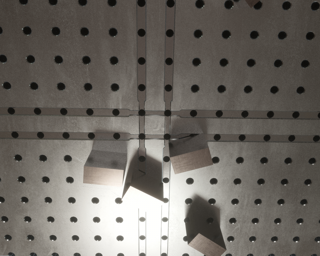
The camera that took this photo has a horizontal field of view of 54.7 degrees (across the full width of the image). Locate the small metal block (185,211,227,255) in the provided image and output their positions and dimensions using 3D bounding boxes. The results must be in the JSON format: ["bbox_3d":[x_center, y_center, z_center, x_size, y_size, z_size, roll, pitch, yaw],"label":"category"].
[{"bbox_3d":[0.067,0.160,0.460,0.050,0.050,0.025,34,106,-12],"label":"small metal block"}]

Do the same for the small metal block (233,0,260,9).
[{"bbox_3d":[0.107,-0.160,0.343,0.050,0.050,0.025,-39,106,13],"label":"small metal block"}]

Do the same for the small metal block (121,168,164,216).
[{"bbox_3d":[-0.023,0.088,0.432,0.050,0.050,0.025,28,108,-10],"label":"small metal block"}]

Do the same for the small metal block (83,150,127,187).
[{"bbox_3d":[-0.073,0.054,0.419,0.050,0.050,0.025,6,110,-3],"label":"small metal block"}]

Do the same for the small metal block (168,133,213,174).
[{"bbox_3d":[0.040,0.033,0.413,0.050,0.050,0.025,-15,110,5],"label":"small metal block"}]
